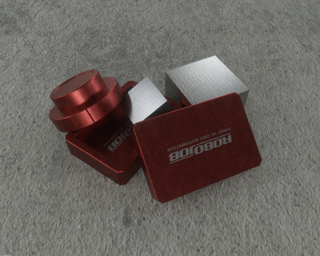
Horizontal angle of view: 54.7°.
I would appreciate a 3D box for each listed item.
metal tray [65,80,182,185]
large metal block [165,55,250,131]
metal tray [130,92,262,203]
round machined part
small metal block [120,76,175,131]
[{"bbox_3d":[-0.042,0.000,0.400,0.090,0.030,0.131,28,55,21],"label":"metal tray"},{"bbox_3d":[0.061,-0.047,0.429,0.081,0.050,0.080,-21,53,-17],"label":"large metal block"},{"bbox_3d":[0.041,0.020,0.355,0.131,0.030,0.090,-18,89,-14],"label":"metal tray"},{"bbox_3d":[-0.100,-0.041,0.400,0.098,0.042,0.098,-20,29,12],"label":"round machined part"},{"bbox_3d":[-0.018,-0.030,0.400,0.050,0.025,0.050,-39,58,4],"label":"small metal block"}]
